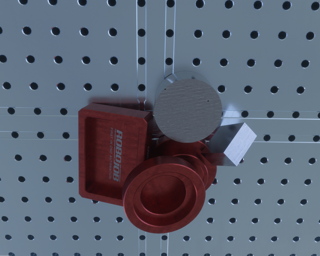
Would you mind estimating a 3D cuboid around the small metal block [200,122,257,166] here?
[{"bbox_3d":[0.088,0.022,0.399,0.025,0.050,0.050,45,69,-15],"label":"small metal block"}]

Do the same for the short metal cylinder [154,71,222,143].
[{"bbox_3d":[0.033,-0.028,0.390,0.081,0.050,0.079,0,110,-1],"label":"short metal cylinder"}]

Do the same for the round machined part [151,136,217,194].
[{"bbox_3d":[0.029,0.058,0.425,0.099,0.042,0.097,0,110,-1],"label":"round machined part"}]

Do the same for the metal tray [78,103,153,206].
[{"bbox_3d":[-0.060,0.038,0.412,0.090,0.030,0.129,9,110,11],"label":"metal tray"}]

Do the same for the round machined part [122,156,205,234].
[{"bbox_3d":[0.003,0.077,0.382,0.099,0.042,0.097,-4,112,-10],"label":"round machined part"}]
